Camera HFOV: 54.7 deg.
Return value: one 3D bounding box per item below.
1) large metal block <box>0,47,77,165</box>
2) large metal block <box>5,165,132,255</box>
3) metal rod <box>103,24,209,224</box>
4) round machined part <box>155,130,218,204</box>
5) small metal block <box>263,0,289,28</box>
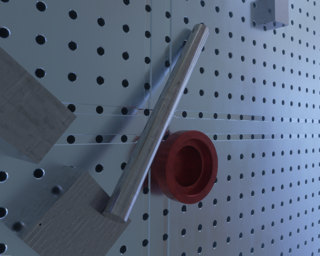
[{"bbox_3d":[-0.132,-0.016,0.263,0.080,0.080,0.050,48,62,-30],"label":"large metal block"},{"bbox_3d":[-0.090,0.097,0.317,0.080,0.050,0.080,-49,119,-29],"label":"large metal block"},{"bbox_3d":[0.008,-0.028,0.382,0.025,0.025,0.300,46,52,-31],"label":"metal rod"},{"bbox_3d":[0.032,0.052,0.425,0.099,0.042,0.097,0,90,-40],"label":"round machined part"},{"bbox_3d":[0.223,-0.224,0.596,0.050,0.025,0.050,-3,92,-40],"label":"small metal block"}]
